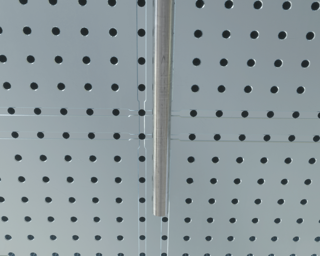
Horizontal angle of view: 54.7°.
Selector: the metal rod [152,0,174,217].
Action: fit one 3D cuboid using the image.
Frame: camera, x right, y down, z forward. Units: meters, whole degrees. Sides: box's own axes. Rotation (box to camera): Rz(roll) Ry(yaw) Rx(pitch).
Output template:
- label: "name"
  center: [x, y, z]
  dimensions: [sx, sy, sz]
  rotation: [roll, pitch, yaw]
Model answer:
- label: "metal rod"
  center: [0.002, -0.016, 0.407]
  dimensions: [0.025, 0.025, 0.298]
  rotation: [1, 110, -1]
